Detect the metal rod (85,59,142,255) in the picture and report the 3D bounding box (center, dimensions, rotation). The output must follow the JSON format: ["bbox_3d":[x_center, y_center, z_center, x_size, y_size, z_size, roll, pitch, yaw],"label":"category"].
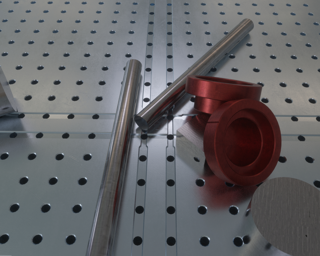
[{"bbox_3d":[-0.051,0.016,0.393,0.025,0.025,0.300,3,50,2],"label":"metal rod"}]

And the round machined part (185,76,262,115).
[{"bbox_3d":[0.082,-0.042,0.413,0.099,0.042,0.098,7,14,-1],"label":"round machined part"}]

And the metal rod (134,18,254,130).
[{"bbox_3d":[0.068,-0.097,0.489,0.025,0.025,0.301,31,56,23],"label":"metal rod"}]

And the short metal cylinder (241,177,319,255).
[{"bbox_3d":[0.127,0.097,0.311,0.080,0.050,0.080,0,50,0],"label":"short metal cylinder"}]

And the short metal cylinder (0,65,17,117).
[{"bbox_3d":[-0.233,-0.052,0.414,0.050,0.080,0.080,-21,53,-16],"label":"short metal cylinder"}]

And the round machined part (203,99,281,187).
[{"bbox_3d":[0.090,0.016,0.361,0.099,0.098,0.042,-32,14,-24],"label":"round machined part"}]

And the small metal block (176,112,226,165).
[{"bbox_3d":[0.056,0.012,0.398,0.050,0.025,0.050,-35,58,-26],"label":"small metal block"}]
